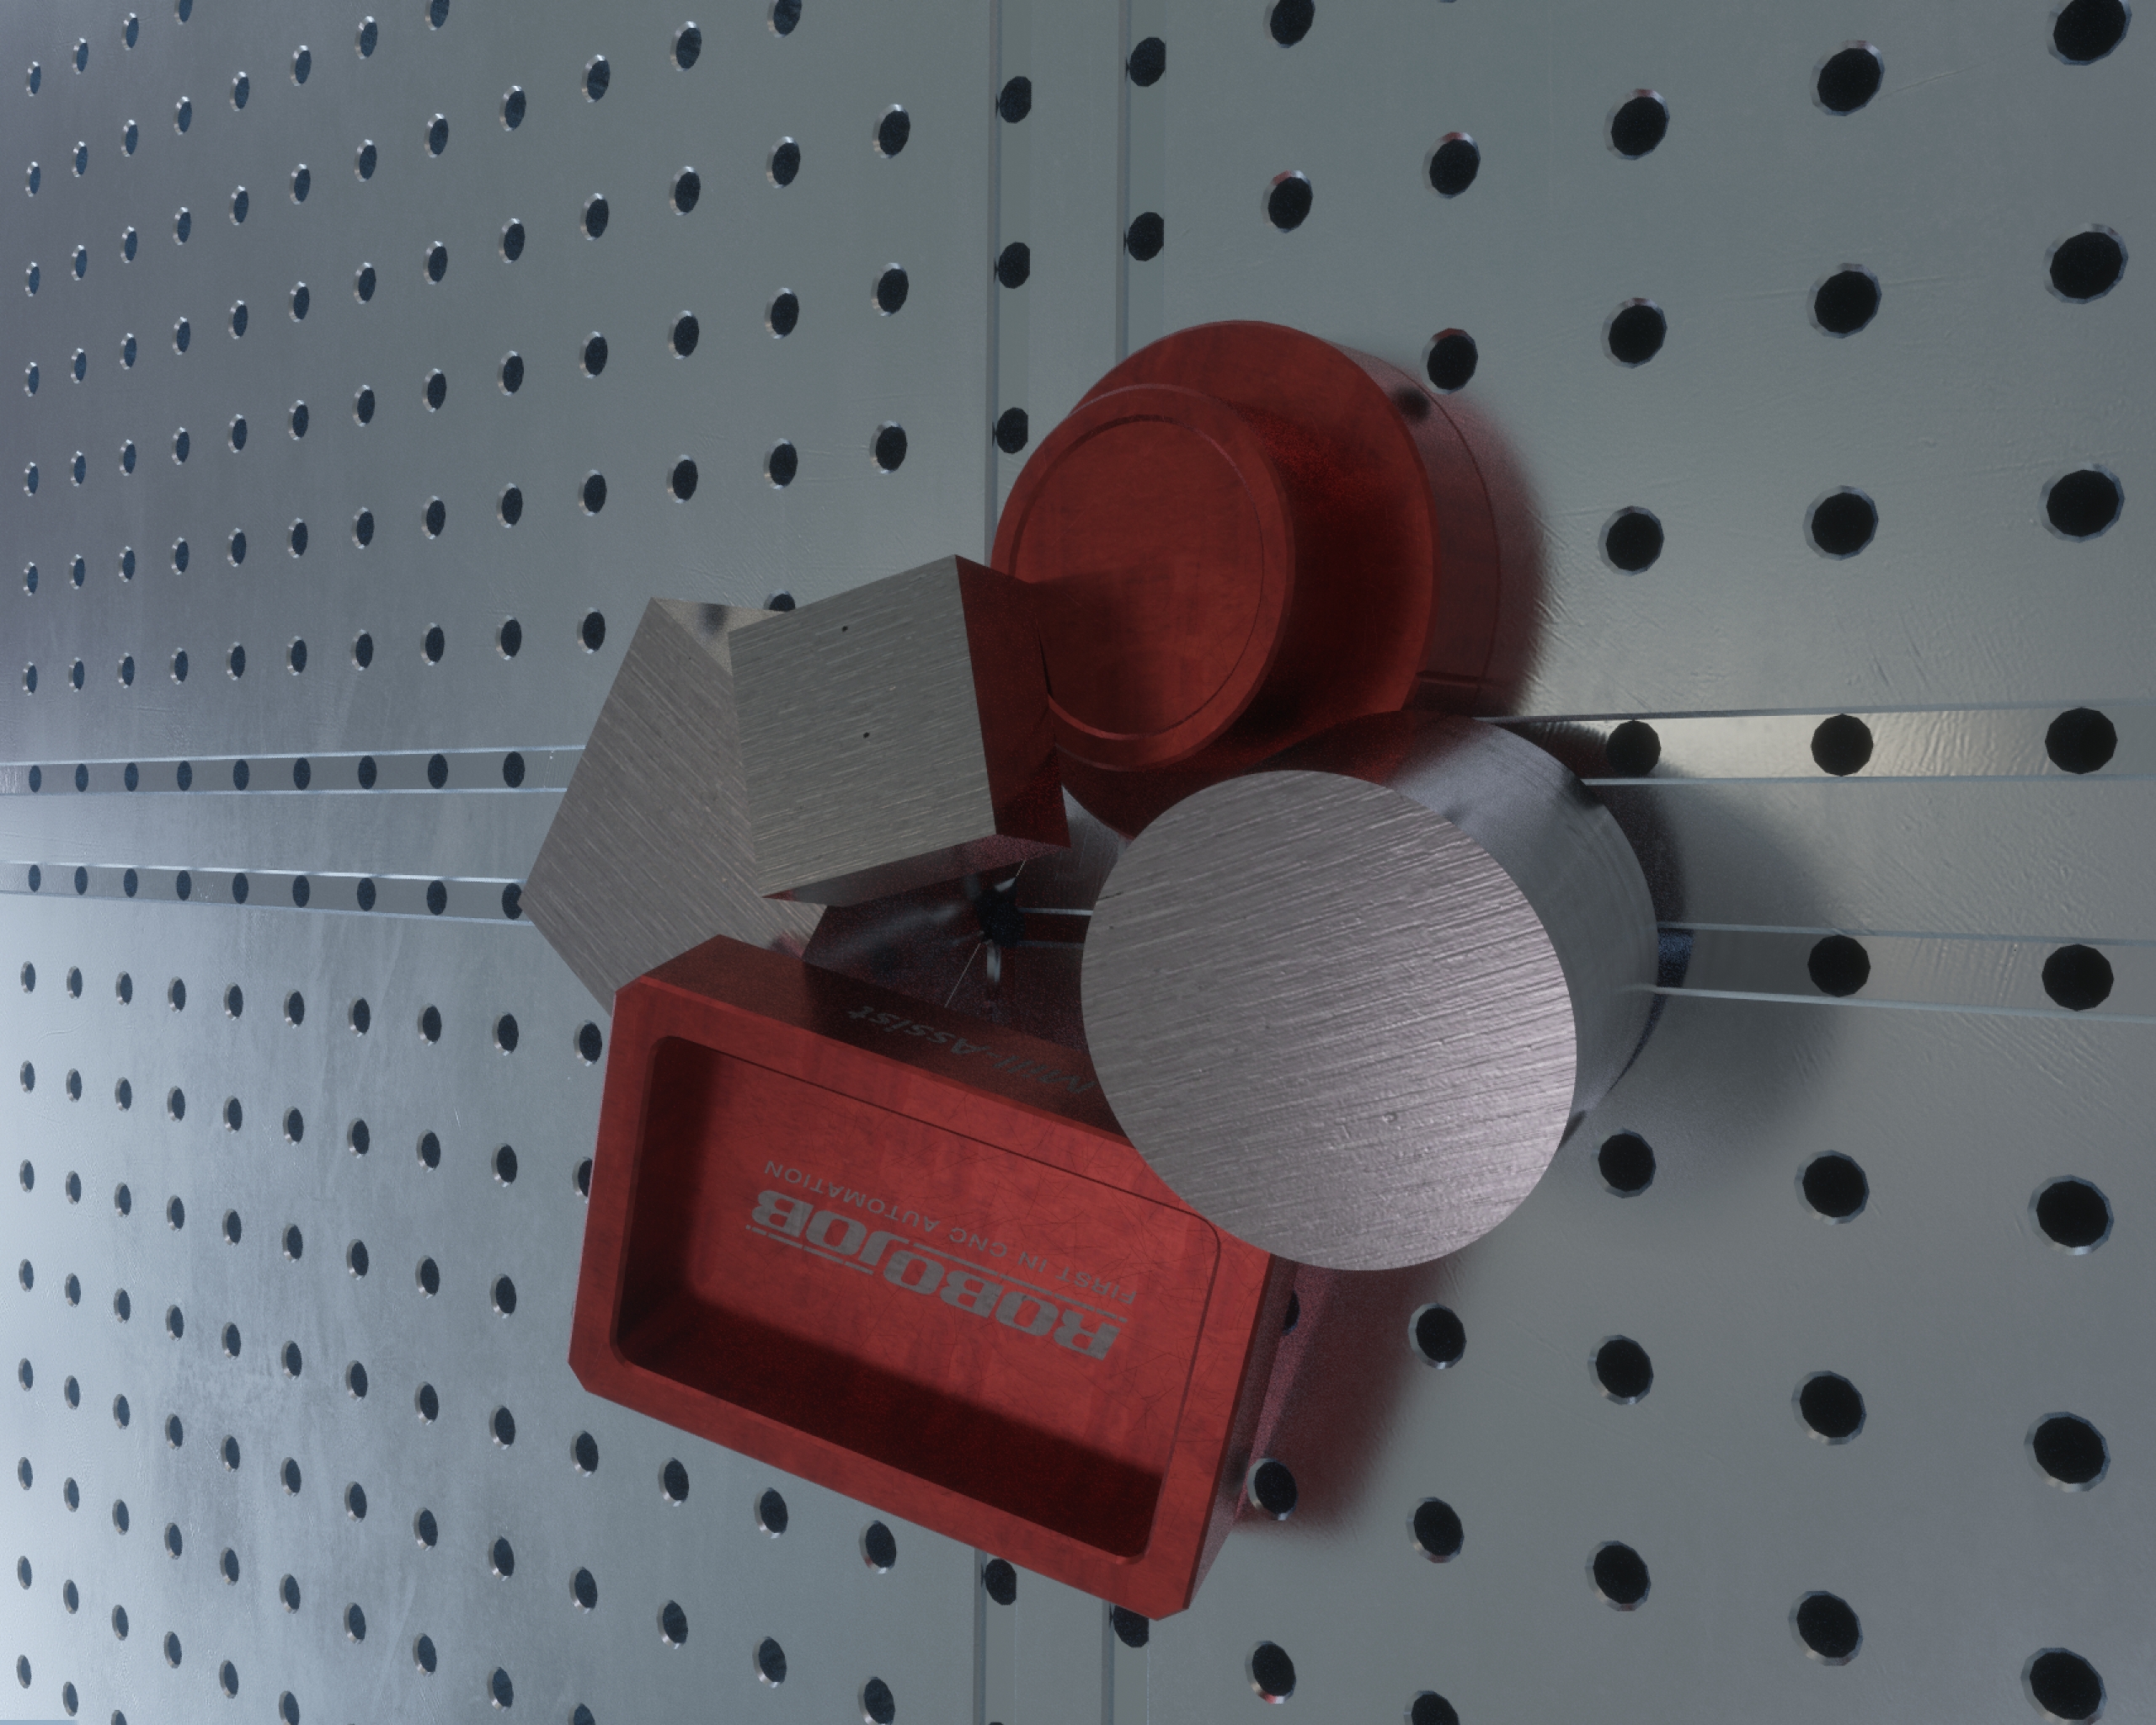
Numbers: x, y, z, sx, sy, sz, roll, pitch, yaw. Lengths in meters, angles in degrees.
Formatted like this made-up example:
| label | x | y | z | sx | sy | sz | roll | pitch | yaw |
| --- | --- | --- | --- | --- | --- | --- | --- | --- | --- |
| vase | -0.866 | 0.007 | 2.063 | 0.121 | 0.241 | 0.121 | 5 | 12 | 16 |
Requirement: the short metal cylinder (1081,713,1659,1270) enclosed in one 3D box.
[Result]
| label | x | y | z | sx | sy | sz | roll | pitch | yaw |
| --- | --- | --- | --- | --- | --- | --- | --- | --- | --- |
| short metal cylinder | 0.048 | 0.019 | 0.339 | 0.080 | 0.050 | 0.079 | 8 | 108 | 27 |

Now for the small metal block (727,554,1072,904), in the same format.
| label | x | y | z | sx | sy | sz | roll | pitch | yaw |
| --- | --- | --- | --- | --- | --- | --- | --- | --- | --- |
| small metal block | -0.033 | -0.022 | 0.376 | 0.050 | 0.025 | 0.050 | -14 | 78 | 28 |

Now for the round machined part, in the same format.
| label | x | y | z | sx | sy | sz | roll | pitch | yaw |
| --- | --- | --- | --- | --- | --- | --- | --- | --- | --- |
| round machined part | 0.022 | -0.050 | 0.380 | 0.098 | 0.042 | 0.097 | 0 | 90 | 40 |

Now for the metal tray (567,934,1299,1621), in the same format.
| label | x | y | z | sx | sy | sz | roll | pitch | yaw |
| --- | --- | --- | --- | --- | --- | --- | --- | --- | --- |
| metal tray | -0.028 | 0.075 | 0.392 | 0.130 | 0.030 | 0.089 | 17 | 109 | 16 |

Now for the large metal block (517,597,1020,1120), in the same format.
| label | x | y | z | sx | sy | sz | roll | pitch | yaw |
| --- | --- | --- | --- | --- | --- | --- | --- | --- | --- |
| large metal block | -0.065 | 0.000 | 0.447 | 0.080 | 0.050 | 0.080 | 43 | 116 | 31 |
